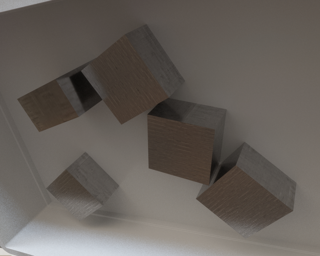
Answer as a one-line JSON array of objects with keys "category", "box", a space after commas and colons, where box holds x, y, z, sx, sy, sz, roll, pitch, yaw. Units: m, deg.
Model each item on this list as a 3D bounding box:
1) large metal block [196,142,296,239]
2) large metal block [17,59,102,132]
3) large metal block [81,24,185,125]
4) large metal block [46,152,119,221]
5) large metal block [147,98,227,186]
[{"category": "large metal block", "box": [0.106, 0.078, 0.384, 0.080, 0.050, 0.080, 39, 129, 1]}, {"category": "large metal block", "box": [-0.121, -0.044, 0.408, 0.080, 0.080, 0.050, -16, 110, 34]}, {"category": "large metal block", "box": [-0.032, -0.062, 0.369, 0.080, 0.050, 0.080, -27, 104, 37]}, {"category": "large metal block", "box": [-0.130, 0.099, 0.520, 0.080, 0.050, 0.080, 47, 129, -5]}, {"category": "large metal block", "box": [0.032, 0.015, 0.384, 0.080, 0.050, 0.079, 13, 124, 20]}]
